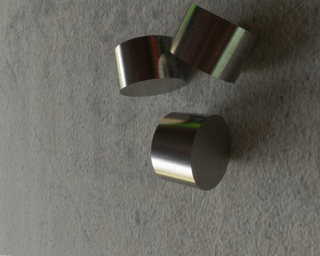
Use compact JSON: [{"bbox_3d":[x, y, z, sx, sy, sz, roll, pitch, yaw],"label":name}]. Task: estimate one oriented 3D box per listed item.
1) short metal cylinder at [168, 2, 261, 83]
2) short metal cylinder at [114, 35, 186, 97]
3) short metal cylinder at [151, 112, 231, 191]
[{"bbox_3d":[0.056,-0.088,0.322,0.080,0.081,0.050,41,115,32],"label":"short metal cylinder"},{"bbox_3d":[-0.012,-0.072,0.378,0.080,0.081,0.050,-14,81,39],"label":"short metal cylinder"},{"bbox_3d":[0.036,0.023,0.338,0.050,0.081,0.079,7,95,39],"label":"short metal cylinder"}]
